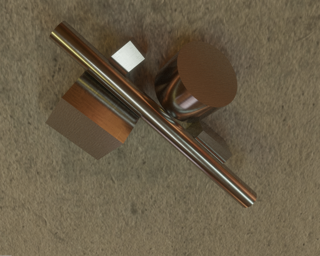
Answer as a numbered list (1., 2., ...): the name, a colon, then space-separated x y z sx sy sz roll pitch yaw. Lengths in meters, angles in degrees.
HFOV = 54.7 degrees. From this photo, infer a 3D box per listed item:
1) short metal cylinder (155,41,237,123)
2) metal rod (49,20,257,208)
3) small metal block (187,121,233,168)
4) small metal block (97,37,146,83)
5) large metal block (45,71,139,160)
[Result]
1. short metal cylinder: 0.041 -0.052 0.357 0.080 0.080 0.050 37 147 -13
2. metal rod: 0.003 -0.005 0.356 0.300 0.025 0.025 41 105 -14
3. small metal block: 0.062 0.018 0.402 0.050 0.050 0.025 39 105 -14
4. small metal block: -0.044 -0.080 0.368 0.050 0.050 0.025 -37 106 12
5. large metal block: -0.080 -0.013 0.373 0.080 0.050 0.080 39 146 -14
